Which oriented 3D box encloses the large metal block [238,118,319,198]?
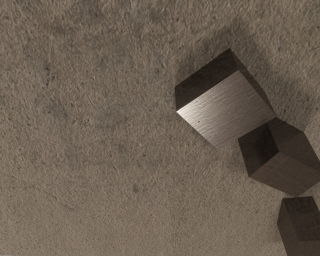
[{"bbox_3d":[0.154,0.032,0.401,0.080,0.080,0.050,24,126,-20],"label":"large metal block"}]

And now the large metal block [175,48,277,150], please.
[{"bbox_3d":[0.075,-0.032,0.365,0.080,0.050,0.080,-34,123,25],"label":"large metal block"}]

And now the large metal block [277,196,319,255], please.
[{"bbox_3d":[0.240,0.174,0.523,0.050,0.080,0.080,-6,130,4],"label":"large metal block"}]
